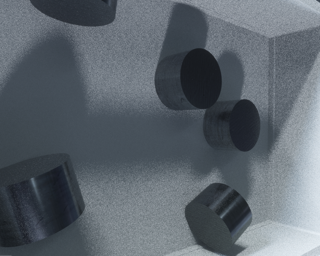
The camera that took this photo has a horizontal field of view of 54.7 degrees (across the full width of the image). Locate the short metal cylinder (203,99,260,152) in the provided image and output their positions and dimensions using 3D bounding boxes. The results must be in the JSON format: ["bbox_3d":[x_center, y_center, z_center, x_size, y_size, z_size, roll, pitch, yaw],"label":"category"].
[{"bbox_3d":[0.114,-0.004,0.489,0.081,0.050,0.079,0,90,-40],"label":"short metal cylinder"}]

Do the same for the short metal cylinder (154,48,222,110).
[{"bbox_3d":[0.040,-0.065,0.426,0.081,0.050,0.079,0,90,-40],"label":"short metal cylinder"}]

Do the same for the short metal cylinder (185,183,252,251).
[{"bbox_3d":[0.083,0.126,0.443,0.050,0.080,0.080,-32,111,-36],"label":"short metal cylinder"}]

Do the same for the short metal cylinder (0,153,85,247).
[{"bbox_3d":[-0.114,0.060,0.277,0.081,0.080,0.050,-22,105,-38],"label":"short metal cylinder"}]

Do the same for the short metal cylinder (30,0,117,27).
[{"bbox_3d":[-0.081,-0.140,0.304,0.081,0.080,0.050,10,84,-40],"label":"short metal cylinder"}]
